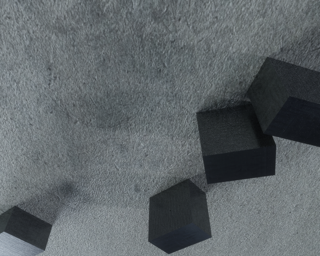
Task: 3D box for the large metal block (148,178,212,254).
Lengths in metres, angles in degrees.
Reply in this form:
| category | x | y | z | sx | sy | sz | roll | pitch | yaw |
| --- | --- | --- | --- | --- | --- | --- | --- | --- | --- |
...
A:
| category | x | y | z | sx | sy | sz | roll | pitch | yaw |
| --- | --- | --- | --- | --- | --- | --- | --- | --- | --- |
| large metal block | 0.029 | 0.140 | 0.490 | 0.080 | 0.080 | 0.050 | -31 | 124 | 23 |

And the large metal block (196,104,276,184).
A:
| category | x | y | z | sx | sy | sz | roll | pitch | yaw |
| --- | --- | --- | --- | --- | --- | --- | --- | --- | --- |
| large metal block | 0.092 | 0.018 | 0.387 | 0.080 | 0.080 | 0.050 | -9 | 130 | 7 |

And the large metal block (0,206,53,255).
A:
| category | x | y | z | sx | sy | sz | roll | pitch | yaw |
| --- | --- | --- | --- | --- | --- | --- | --- | --- | --- |
| large metal block | -0.257 | 0.193 | 0.552 | 0.080 | 0.050 | 0.080 | -32 | 124 | 24 |

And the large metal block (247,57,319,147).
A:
| category | x | y | z | sx | sy | sz | roll | pitch | yaw |
| --- | --- | --- | --- | --- | --- | --- | --- | --- | --- |
| large metal block | 0.154 | -0.029 | 0.347 | 0.081 | 0.080 | 0.050 | 13 | 129 | -11 |
